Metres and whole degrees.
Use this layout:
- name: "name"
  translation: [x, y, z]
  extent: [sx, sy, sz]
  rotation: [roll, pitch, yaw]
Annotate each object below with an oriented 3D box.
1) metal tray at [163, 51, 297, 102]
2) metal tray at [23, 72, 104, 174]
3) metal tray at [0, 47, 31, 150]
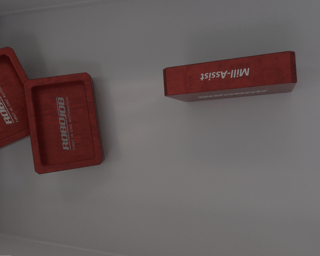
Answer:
- name: "metal tray"
  translation: [0.079, -0.053, 0.347]
  extent: [0.130, 0.090, 0.030]
  rotation: [-4, 89, 20]
- name: "metal tray"
  translation: [-0.133, -0.007, 0.435]
  extent: [0.091, 0.030, 0.129]
  rotation: [-9, 87, -6]
- name: "metal tray"
  translation: [-0.230, -0.041, 0.446]
  extent: [0.130, 0.091, 0.030]
  rotation: [64, 152, -3]
